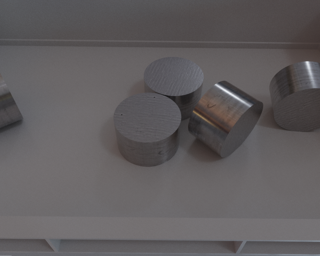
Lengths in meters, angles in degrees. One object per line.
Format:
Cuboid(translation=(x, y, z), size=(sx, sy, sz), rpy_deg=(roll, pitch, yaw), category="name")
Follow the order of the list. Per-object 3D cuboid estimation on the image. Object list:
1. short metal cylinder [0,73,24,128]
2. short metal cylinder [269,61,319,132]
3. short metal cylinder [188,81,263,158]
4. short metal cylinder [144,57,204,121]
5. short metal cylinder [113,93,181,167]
Cuboid(translation=(-0.219, -0.038, 0.398), size=(0.050, 0.080, 0.080), rpy_deg=(-27, 56, -21), category="short metal cylinder")
Cuboid(translation=(0.188, -0.040, 0.405), size=(0.080, 0.080, 0.050), rpy_deg=(5, 50, 3), category="short metal cylinder")
Cuboid(translation=(0.080, -0.011, 0.379), size=(0.080, 0.080, 0.050), rpy_deg=(-37, 59, -27), category="short metal cylinder")
Cuboid(translation=(0.018, -0.055, 0.435), size=(0.081, 0.050, 0.080), rpy_deg=(0, 50, 0), category="short metal cylinder")
Cuboid(translation=(-0.015, 0.001, 0.388), size=(0.081, 0.050, 0.080), rpy_deg=(0, 50, 0), category="short metal cylinder")
